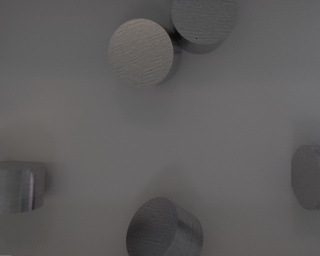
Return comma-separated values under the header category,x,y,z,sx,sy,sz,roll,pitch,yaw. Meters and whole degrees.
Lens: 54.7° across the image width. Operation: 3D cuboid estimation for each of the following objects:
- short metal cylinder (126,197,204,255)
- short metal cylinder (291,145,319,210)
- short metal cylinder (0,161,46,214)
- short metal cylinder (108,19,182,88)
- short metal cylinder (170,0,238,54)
category,x,y,z,sx,sy,sz,roll,pitch,yaw
short metal cylinder,0.005,0.131,0.377,0.050,0.080,0.080,40,90,-33
short metal cylinder,0.206,0.061,0.385,0.050,0.080,0.080,0,90,0
short metal cylinder,-0.185,0.070,0.382,0.080,0.080,0.050,3,90,0
short metal cylinder,-0.017,-0.092,0.387,0.080,0.050,0.079,3,103,14
short metal cylinder,0.054,-0.141,0.399,0.081,0.050,0.080,0,90,0
